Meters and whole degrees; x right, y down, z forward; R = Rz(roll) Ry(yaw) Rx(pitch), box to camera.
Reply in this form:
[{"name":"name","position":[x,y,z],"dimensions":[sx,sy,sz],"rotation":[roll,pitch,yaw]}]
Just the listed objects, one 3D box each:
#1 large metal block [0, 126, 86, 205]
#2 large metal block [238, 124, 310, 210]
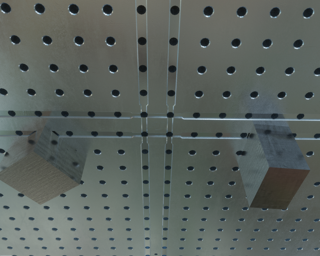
[{"name":"large metal block","position":[-0.167,0.055,0.441],"dimensions":[0.080,0.050,0.080],"rotation":[-28,125,22]},{"name":"large metal block","position":[0.149,0.052,0.421],"dimensions":[0.050,0.080,0.080],"rotation":[5,130,-4]}]
